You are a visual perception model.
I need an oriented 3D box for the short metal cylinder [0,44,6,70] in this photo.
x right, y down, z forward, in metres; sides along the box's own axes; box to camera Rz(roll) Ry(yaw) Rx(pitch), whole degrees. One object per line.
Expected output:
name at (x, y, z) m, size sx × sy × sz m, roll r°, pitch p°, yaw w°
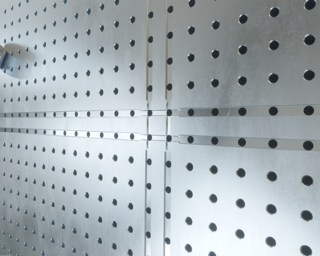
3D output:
short metal cylinder at (-0.402, -0.165, 0.706) m, size 0.080 × 0.081 × 0.050 m, roll 49°, pitch 119°, yaw 28°
